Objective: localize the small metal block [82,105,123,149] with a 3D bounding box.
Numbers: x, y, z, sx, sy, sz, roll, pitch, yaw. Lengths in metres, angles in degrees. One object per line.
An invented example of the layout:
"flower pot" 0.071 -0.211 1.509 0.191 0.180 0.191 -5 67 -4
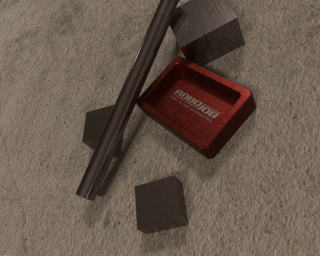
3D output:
"small metal block" -0.080 -0.001 0.445 0.050 0.025 0.050 -14 56 20

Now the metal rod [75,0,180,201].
"metal rod" -0.038 -0.050 0.411 0.025 0.025 0.299 16 78 34

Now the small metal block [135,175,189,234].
"small metal block" 0.001 0.087 0.349 0.050 0.025 0.050 -18 55 17

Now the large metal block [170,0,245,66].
"large metal block" 0.062 -0.141 0.441 0.080 0.050 0.080 -26 53 11

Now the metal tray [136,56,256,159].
"metal tray" 0.042 -0.031 0.396 0.090 0.030 0.130 -49 52 -7
